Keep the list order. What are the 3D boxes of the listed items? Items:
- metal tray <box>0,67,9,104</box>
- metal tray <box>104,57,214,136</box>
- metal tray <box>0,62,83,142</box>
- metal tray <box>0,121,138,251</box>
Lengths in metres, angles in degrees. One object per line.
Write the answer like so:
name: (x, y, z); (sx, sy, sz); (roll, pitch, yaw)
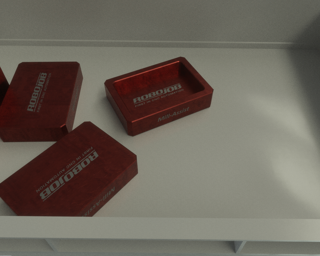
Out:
metal tray: (-0.250, -0.033, 0.387); (0.030, 0.089, 0.130); (16, 52, 12)
metal tray: (-0.002, -0.049, 0.443); (0.131, 0.030, 0.090); (-21, 53, -17)
metal tray: (-0.164, -0.041, 0.434); (0.091, 0.030, 0.130); (-1, 50, -1)
metal tray: (-0.100, 0.058, 0.352); (0.090, 0.030, 0.131); (33, 57, 24)
